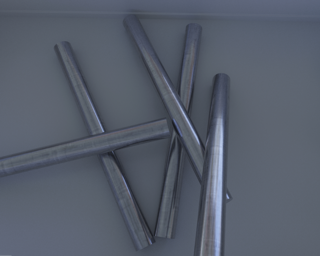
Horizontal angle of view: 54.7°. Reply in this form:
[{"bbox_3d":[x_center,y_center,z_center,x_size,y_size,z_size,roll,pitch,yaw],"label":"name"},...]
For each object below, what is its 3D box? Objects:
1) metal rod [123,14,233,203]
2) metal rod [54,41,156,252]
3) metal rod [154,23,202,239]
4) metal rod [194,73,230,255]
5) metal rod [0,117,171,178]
[{"bbox_3d":[0.011,-0.040,0.401,0.025,0.025,0.299,-21,63,-8],"label":"metal rod"},{"bbox_3d":[-0.079,0.010,0.404,0.025,0.025,0.299,-23,72,-9],"label":"metal rod"},{"bbox_3d":[0.028,-0.010,0.413,0.025,0.025,0.299,9,70,3],"label":"metal rod"},{"bbox_3d":[0.060,0.035,0.331,0.025,0.025,0.300,11,45,4],"label":"metal rod"},{"bbox_3d":[-0.137,0.034,0.376,0.302,0.025,0.025,-13,71,2],"label":"metal rod"}]
